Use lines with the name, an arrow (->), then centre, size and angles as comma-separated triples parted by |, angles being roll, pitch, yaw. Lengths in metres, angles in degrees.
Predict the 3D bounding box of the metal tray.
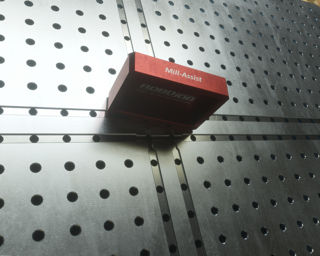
metal tray -> 0.009, -0.041, 0.395 | 0.131, 0.090, 0.030 | 11, 57, -22
